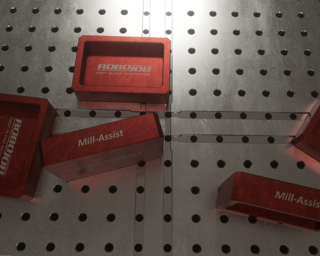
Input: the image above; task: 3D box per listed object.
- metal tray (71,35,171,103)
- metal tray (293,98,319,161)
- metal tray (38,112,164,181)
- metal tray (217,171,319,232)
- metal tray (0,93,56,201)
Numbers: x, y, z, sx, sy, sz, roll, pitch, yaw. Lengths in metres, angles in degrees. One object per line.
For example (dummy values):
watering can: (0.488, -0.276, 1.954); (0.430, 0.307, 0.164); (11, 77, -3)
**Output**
metal tray: (-0.051, -0.084, 0.438); (0.131, 0.030, 0.090); (2, 70, 0)
metal tray: (0.257, 0.018, 0.405); (0.130, 0.030, 0.090); (35, 73, 11)
metal tray: (-0.063, 0.026, 0.367); (0.131, 0.090, 0.030); (-14, 71, -6)
metal tray: (0.137, 0.086, 0.347); (0.131, 0.090, 0.030); (13, 71, 4)
metal tray: (-0.197, 0.022, 0.398); (0.091, 0.030, 0.130); (7, 70, 2)
